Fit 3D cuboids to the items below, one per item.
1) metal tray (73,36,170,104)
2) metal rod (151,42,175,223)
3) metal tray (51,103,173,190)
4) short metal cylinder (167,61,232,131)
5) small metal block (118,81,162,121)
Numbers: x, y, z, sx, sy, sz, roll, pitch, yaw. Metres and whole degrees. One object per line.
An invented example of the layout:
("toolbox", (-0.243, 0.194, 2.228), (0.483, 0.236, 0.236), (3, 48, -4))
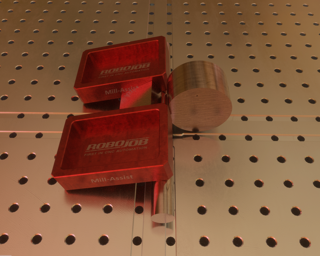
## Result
("metal tray", (-0.053, -0.086, 0.454), (0.131, 0.030, 0.090), (-8, 49, 9))
("metal rod", (0.004, -0.020, 0.419), (0.025, 0.025, 0.300), (0, 50, 0))
("metal tray", (-0.052, 0.021, 0.364), (0.131, 0.030, 0.090), (-8, 50, 9))
("short metal cylinder", (0.049, -0.040, 0.401), (0.081, 0.080, 0.050), (0, 50, 0))
("small metal block", (-0.026, -0.029, 0.413), (0.050, 0.025, 0.050), (-21, 45, 24))
